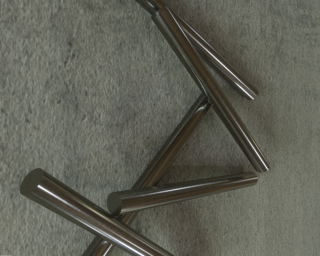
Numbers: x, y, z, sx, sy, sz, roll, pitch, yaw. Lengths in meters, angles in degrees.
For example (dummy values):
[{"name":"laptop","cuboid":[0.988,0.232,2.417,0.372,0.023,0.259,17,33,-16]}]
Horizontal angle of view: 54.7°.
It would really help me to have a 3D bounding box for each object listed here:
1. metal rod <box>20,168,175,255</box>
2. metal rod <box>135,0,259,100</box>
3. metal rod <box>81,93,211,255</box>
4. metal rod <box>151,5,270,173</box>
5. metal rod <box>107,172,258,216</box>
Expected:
[{"name":"metal rod","cuboid":[-0.030,0.130,0.350,0.300,0.025,0.025,49,61,-40]},{"name":"metal rod","cuboid":[0.057,-0.122,0.454,0.301,0.025,0.025,31,71,-36]},{"name":"metal rod","cuboid":[-0.004,0.054,0.403,0.301,0.025,0.025,-52,121,-27]},{"name":"metal rod","cuboid":[0.084,-0.039,0.444,0.300,0.025,0.025,50,60,-27]},{"name":"metal rod","cuboid":[0.056,0.084,0.433,0.302,0.025,0.025,3,89,-47]}]
